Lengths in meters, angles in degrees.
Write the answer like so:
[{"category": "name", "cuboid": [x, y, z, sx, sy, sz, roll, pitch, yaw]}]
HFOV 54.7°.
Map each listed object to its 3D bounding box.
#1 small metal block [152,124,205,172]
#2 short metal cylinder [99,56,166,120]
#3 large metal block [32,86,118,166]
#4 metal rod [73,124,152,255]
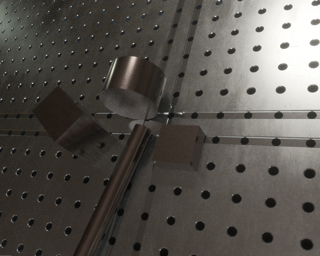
[{"category": "small metal block", "cuboid": [0.023, 0.024, 0.380, 0.050, 0.025, 0.050, 2, 63, 29]}, {"category": "short metal cylinder", "cuboid": [-0.036, -0.052, 0.423, 0.080, 0.080, 0.050, 1, 62, 28]}, {"category": "large metal block", "cuboid": [-0.118, -0.002, 0.434, 0.050, 0.080, 0.080, -47, 52, -4]}, {"category": "metal rod", "cuboid": [-0.080, 0.130, 0.368, 0.025, 0.025, 0.300, 11, 67, 32]}]
